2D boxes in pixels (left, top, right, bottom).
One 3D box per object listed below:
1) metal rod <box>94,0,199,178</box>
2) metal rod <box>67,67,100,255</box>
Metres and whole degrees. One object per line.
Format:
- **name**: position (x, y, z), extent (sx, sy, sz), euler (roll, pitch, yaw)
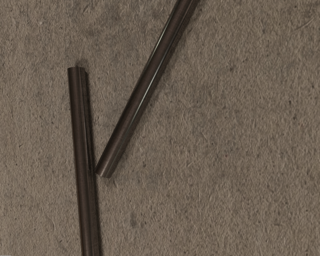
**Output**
- **metal rod**: position (-0.013, -0.067, 0.412), extent (0.025, 0.025, 0.298), euler (30, 99, 17)
- **metal rod**: position (-0.109, 0.062, 0.446), extent (0.025, 0.025, 0.298), euler (-5, 88, 19)
